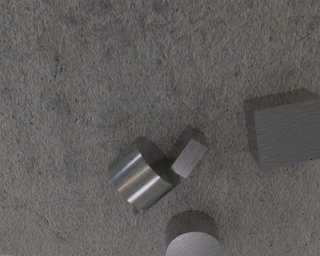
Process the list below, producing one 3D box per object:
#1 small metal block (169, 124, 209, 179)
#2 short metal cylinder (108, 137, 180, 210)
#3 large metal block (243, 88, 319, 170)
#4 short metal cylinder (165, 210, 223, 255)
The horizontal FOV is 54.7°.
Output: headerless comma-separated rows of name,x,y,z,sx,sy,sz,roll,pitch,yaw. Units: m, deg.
small metal block,0.036,0.030,0.408,0.025,0.050,0.050,30,107,-11
short metal cylinder,-0.020,0.057,0.401,0.050,0.080,0.080,-43,105,14
large metal block,0.158,0.000,0.398,0.080,0.050,0.079,-11,110,4
short metal cylinder,0.048,0.170,0.460,0.081,0.050,0.079,0,110,0
